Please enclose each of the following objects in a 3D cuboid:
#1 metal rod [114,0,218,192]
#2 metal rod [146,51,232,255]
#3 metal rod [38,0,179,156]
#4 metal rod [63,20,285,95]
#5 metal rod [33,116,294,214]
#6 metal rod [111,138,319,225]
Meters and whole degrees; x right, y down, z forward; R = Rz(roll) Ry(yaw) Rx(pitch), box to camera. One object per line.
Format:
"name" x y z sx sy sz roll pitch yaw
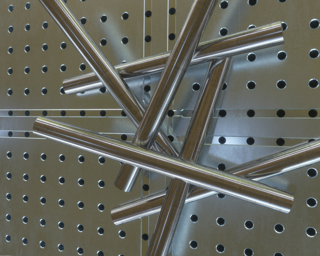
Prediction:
"metal rod" 0.013 -0.057 0.361 0.025 0.025 0.298 29 105 17
"metal rod" 0.031 0.049 0.379 0.025 0.025 0.299 18 88 19
"metal rod" -0.074 -0.078 0.398 0.025 0.025 0.300 -36 94 16
"metal rod" -0.003 -0.082 0.396 0.300 0.025 0.025 -9 87 26
"metal rod" -0.002 0.040 0.357 0.301 0.025 0.025 17 96 6
"metal rod" 0.071 0.070 0.387 0.300 0.025 0.025 -22 83 18
